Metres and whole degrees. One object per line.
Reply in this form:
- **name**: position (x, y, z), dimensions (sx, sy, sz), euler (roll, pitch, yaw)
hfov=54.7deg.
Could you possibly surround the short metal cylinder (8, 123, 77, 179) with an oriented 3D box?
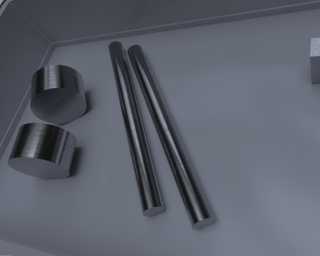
- **short metal cylinder**: position (-0.162, 0.034, 0.432), dimensions (0.080, 0.080, 0.050), euler (-8, 58, 23)

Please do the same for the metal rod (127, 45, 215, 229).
- **metal rod**: position (0.003, -0.013, 0.410), dimensions (0.025, 0.025, 0.299), euler (-29, 52, 10)

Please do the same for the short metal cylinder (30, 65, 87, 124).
- **short metal cylinder**: position (-0.158, -0.051, 0.482), dimensions (0.080, 0.080, 0.050), euler (-25, 53, 12)

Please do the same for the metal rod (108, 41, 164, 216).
- **metal rod**: position (-0.041, -0.021, 0.438), dimensions (0.025, 0.025, 0.299), euler (-25, 53, 12)

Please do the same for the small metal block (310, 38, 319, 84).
- **small metal block**: position (0.191, -0.073, 0.334), dimensions (0.050, 0.050, 0.025), euler (1, 63, 28)
